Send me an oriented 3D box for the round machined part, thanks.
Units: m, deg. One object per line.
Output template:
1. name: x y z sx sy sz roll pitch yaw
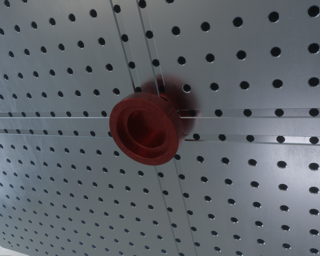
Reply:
1. round machined part: -0.014 -0.003 0.406 0.098 0.042 0.097 13 124 21
